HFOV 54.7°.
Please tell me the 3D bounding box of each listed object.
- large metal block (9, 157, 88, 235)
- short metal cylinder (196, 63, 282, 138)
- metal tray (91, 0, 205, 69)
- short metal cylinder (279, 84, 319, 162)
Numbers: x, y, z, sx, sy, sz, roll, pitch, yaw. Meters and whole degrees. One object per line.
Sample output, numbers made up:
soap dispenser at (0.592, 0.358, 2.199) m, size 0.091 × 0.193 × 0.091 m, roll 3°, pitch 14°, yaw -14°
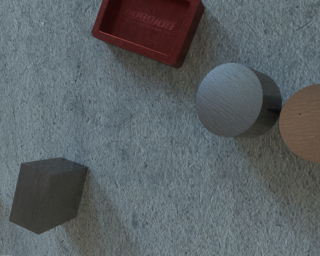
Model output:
large metal block at (-0.153, 0.090, 0.434) m, size 0.050 × 0.080 × 0.080 m, roll 16°, pitch 95°, yaw 19°
short metal cylinder at (0.088, -0.029, 0.350) m, size 0.080 × 0.050 × 0.080 m, roll -3°, pitch 85°, yaw 42°
metal tray at (-0.018, -0.143, 0.412) m, size 0.130 × 0.030 × 0.089 m, roll 24°, pitch 98°, yaw 18°
short metal cylinder at (0.171, -0.005, 0.335) m, size 0.080 × 0.050 × 0.080 m, roll 0°, pitch 90°, yaw 19°
